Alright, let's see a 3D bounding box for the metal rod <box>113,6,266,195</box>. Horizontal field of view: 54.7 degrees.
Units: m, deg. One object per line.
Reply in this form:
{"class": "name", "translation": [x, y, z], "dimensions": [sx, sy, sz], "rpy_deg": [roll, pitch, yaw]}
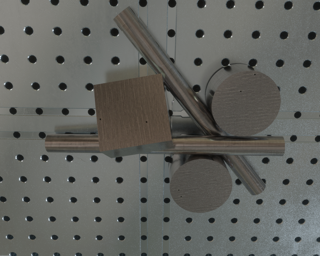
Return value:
{"class": "metal rod", "translation": [0.047, -0.023, 0.402], "dimensions": [0.025, 0.025, 0.300], "rpy_deg": [-36, 107, 12]}

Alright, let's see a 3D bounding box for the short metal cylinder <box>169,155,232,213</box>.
{"class": "short metal cylinder", "translation": [0.053, 0.067, 0.421], "dimensions": [0.081, 0.050, 0.079], "rpy_deg": [0, 110, 0]}

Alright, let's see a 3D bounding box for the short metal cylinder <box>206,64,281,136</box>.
{"class": "short metal cylinder", "translation": [0.100, -0.036, 0.384], "dimensions": [0.081, 0.050, 0.079], "rpy_deg": [0, 110, 0]}

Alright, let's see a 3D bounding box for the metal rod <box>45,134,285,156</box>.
{"class": "metal rod", "translation": [0.002, 0.021, 0.399], "dimensions": [0.302, 0.025, 0.025], "rpy_deg": [0, 110, 6]}

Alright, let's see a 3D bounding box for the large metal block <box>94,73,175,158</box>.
{"class": "large metal block", "translation": [-0.030, -0.012, 0.372], "dimensions": [0.080, 0.050, 0.080], "rpy_deg": [-9, 75, 3]}
